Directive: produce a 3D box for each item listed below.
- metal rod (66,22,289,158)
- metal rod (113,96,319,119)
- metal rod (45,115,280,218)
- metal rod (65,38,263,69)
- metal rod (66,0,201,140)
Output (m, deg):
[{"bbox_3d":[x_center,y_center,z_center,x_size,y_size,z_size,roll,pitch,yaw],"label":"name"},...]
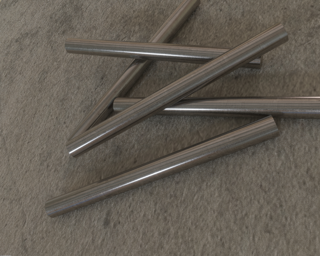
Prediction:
[{"bbox_3d":[0.014,-0.042,0.387,0.301,0.025,0.025,-29,52,9],"label":"metal rod"},{"bbox_3d":[0.071,-0.026,0.381,0.300,0.025,0.025,3,63,29],"label":"metal rod"},{"bbox_3d":[-0.009,0.052,0.375,0.301,0.025,0.025,-22,54,14],"label":"metal rod"},{"bbox_3d":[-0.009,-0.110,0.447,0.301,0.025,0.025,10,66,22],"label":"metal rod"},{"bbox_3d":[-0.036,-0.092,0.477,0.025,0.025,0.300,31,78,37],"label":"metal rod"}]
